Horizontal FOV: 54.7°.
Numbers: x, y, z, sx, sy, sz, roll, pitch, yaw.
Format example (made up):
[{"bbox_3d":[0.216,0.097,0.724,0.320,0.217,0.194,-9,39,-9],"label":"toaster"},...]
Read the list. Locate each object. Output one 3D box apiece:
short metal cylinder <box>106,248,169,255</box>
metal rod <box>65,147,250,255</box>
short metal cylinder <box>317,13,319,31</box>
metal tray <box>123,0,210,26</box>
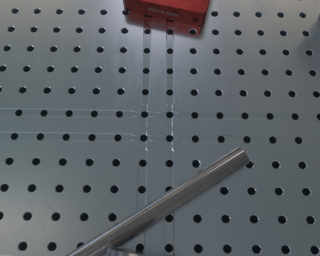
[{"bbox_3d":[-0.020,0.158,0.325,0.080,0.080,0.050,8,70,3],"label":"short metal cylinder"},{"bbox_3d":[-0.021,0.110,0.371,0.301,0.025,0.025,-30,73,-11],"label":"metal rod"},{"bbox_3d":[0.278,-0.163,0.444,0.080,0.080,0.050,34,74,11],"label":"short metal cylinder"},{"bbox_3d":[0.016,-0.218,0.489,0.131,0.030,0.090,14,70,5],"label":"metal tray"}]
